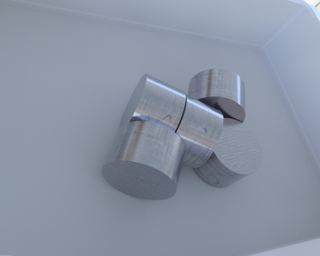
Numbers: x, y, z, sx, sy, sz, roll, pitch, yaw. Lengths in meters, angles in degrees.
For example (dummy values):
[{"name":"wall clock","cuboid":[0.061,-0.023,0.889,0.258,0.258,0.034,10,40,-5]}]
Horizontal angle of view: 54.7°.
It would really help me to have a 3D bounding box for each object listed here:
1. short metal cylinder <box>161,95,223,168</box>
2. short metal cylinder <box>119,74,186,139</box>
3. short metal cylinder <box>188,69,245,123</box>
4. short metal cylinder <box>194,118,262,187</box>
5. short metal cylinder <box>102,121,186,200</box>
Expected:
[{"name":"short metal cylinder","cuboid":[0.035,0.004,0.387,0.050,0.080,0.080,24,53,-14]},{"name":"short metal cylinder","cuboid":[-0.011,-0.019,0.375,0.050,0.080,0.080,23,53,-15]},{"name":"short metal cylinder","cuboid":[0.078,-0.037,0.434,0.080,0.080,0.050,21,54,-16]},{"name":"short metal cylinder","cuboid":[0.088,0.033,0.416,0.081,0.050,0.080,14,56,-21]},{"name":"short metal cylinder","cuboid":[-0.016,0.037,0.338,0.080,0.080,0.050,26,53,-13]}]
